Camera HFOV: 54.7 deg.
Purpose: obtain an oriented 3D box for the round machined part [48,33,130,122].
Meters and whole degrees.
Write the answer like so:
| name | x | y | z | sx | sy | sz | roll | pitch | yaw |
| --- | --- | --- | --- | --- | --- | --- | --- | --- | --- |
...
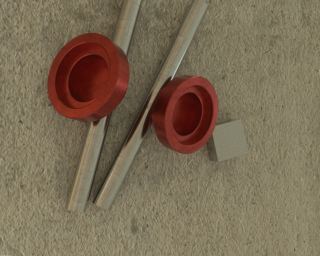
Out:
| name | x | y | z | sx | sy | sz | roll | pitch | yaw |
| --- | --- | --- | --- | --- | --- | --- | --- | --- | --- |
| round machined part | -0.076 | -0.054 | 0.353 | 0.042 | 0.098 | 0.098 | 24 | 79 | -62 |

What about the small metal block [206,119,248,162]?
| name | x | y | z | sx | sy | sz | roll | pitch | yaw |
| --- | --- | --- | --- | --- | --- | --- | --- | --- | --- |
| small metal block | 0.094 | 0.017 | 0.444 | 0.050 | 0.025 | 0.050 | -14 | 95 | -20 |

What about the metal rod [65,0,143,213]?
| name | x | y | z | sx | sy | sz | roll | pitch | yaw |
| --- | --- | --- | --- | --- | --- | --- | --- | --- | --- |
| metal rod | -0.065 | -0.046 | 0.385 | 0.025 | 0.025 | 0.299 | 16 | 85 | -20 |

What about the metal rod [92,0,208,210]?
| name | x | y | z | sx | sy | sz | roll | pitch | yaw |
| --- | --- | --- | --- | --- | --- | --- | --- | --- | --- |
| metal rod | -0.009 | -0.037 | 0.405 | 0.025 | 0.025 | 0.299 | 29 | 81 | -18 |

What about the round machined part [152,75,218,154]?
| name | x | y | z | sx | sy | sz | roll | pitch | yaw |
| --- | --- | --- | --- | --- | --- | --- | --- | --- | --- |
| round machined part | 0.028 | -0.019 | 0.398 | 0.099 | 0.042 | 0.097 | -14 | 111 | -40 |
